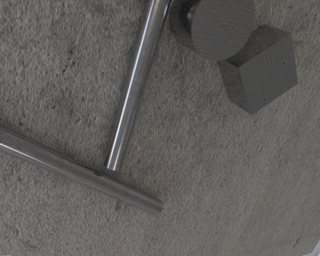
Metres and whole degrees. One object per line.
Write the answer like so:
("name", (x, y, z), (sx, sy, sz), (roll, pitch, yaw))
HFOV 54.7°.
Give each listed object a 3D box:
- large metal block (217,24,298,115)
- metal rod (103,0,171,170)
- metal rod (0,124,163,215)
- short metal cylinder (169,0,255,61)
("large metal block", (0.130, -0.078, 0.414), (0.080, 0.050, 0.080), (-34, 129, -6))
("metal rod", (-0.018, -0.083, 0.345), (0.025, 0.025, 0.298), (4, 117, -30))
("metal rod", (-0.101, 0.056, 0.386), (0.025, 0.025, 0.301), (-50, 129, 7))
("short metal cylinder", (0.058, -0.122, 0.347), (0.081, 0.050, 0.079), (-14, 124, -21))
